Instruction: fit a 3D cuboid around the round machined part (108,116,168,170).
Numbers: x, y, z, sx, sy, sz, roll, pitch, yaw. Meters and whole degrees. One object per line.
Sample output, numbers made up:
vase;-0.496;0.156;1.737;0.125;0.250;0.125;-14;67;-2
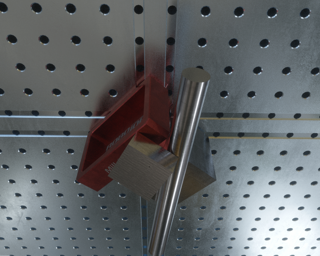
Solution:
round machined part;-0.022;0.027;0.392;0.042;0.098;0.098;35;122;-26

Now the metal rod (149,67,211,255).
metal rod;0.013;0.066;0.363;0.025;0.025;0.298;5;130;-5

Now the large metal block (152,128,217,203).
large metal block;0.022;0.047;0.412;0.050;0.080;0.080;36;121;-27

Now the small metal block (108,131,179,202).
small metal block;-0.017;0.040;0.317;0.050;0.025;0.050;33;123;-3

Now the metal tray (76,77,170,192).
metal tray;-0.045;0.008;0.375;0.030;0.090;0.130;36;121;-27
